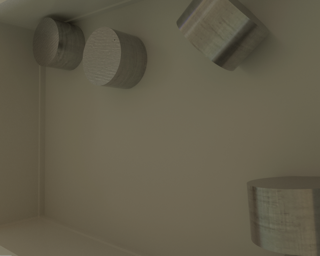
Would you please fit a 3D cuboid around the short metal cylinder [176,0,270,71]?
[{"bbox_3d":[0.064,-0.104,0.317,0.050,0.081,0.080,-48,62,29],"label":"short metal cylinder"}]

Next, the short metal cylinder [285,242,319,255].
[{"bbox_3d":[0.140,0.138,0.248,0.081,0.050,0.080,0,78,0],"label":"short metal cylinder"}]

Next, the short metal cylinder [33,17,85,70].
[{"bbox_3d":[-0.174,-0.142,0.531,0.080,0.050,0.079,0,90,39],"label":"short metal cylinder"}]

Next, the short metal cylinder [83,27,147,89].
[{"bbox_3d":[-0.065,-0.098,0.442,0.080,0.050,0.079,0,90,39],"label":"short metal cylinder"}]

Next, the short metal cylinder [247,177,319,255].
[{"bbox_3d":[0.120,0.072,0.272,0.080,0.081,0.050,-6,86,39],"label":"short metal cylinder"}]
